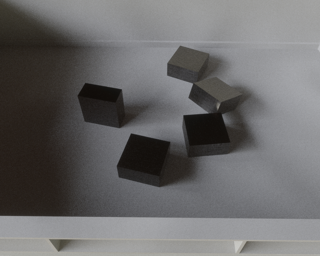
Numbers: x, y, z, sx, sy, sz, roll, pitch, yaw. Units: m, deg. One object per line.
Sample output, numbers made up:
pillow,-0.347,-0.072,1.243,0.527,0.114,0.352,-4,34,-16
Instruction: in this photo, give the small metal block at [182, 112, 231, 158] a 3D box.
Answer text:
small metal block,0.058,0.008,0.399,0.050,0.025,0.050,-4,50,-4

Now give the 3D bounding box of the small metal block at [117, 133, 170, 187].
small metal block,-0.018,0.038,0.373,0.050,0.025,0.050,12,51,9

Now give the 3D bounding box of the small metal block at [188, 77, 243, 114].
small metal block,0.078,-0.045,0.434,0.050,0.025,0.050,-21,50,-40

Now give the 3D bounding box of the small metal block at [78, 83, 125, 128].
small metal block,-0.076,-0.029,0.412,0.050,0.050,0.025,11,51,8

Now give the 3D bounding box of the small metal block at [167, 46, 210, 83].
small metal block,0.045,-0.100,0.490,0.050,0.025,0.050,20,53,15
